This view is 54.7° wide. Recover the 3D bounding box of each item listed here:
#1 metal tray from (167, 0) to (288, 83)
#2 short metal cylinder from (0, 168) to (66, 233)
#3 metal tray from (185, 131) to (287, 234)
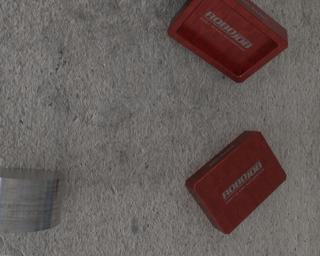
[{"bbox_3d":[0.088,-0.124,0.405,0.131,0.090,0.030,30,49,-18],"label":"metal tray"},{"bbox_3d":[-0.144,0.073,0.327,0.081,0.080,0.050,7,88,-20],"label":"short metal cylinder"},{"bbox_3d":[0.112,0.075,0.448,0.131,0.030,0.090,-37,102,-16],"label":"metal tray"}]
